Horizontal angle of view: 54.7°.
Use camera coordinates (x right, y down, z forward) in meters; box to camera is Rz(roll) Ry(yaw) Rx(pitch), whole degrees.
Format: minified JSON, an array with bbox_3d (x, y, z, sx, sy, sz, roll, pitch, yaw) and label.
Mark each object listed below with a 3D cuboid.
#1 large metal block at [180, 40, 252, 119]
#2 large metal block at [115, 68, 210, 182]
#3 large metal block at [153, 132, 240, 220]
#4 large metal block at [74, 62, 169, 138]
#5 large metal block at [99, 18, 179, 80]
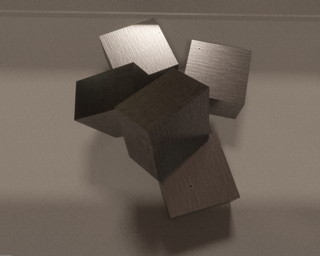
[{"bbox_3d":[0.073,-0.065,0.421,0.080,0.050,0.080,12,70,4],"label":"large metal block"},{"bbox_3d":[0.007,-0.004,0.331,0.080,0.080,0.050,-38,53,-24],"label":"large metal block"},{"bbox_3d":[0.039,0.059,0.375,0.081,0.050,0.080,-15,71,-6],"label":"large metal block"},{"bbox_3d":[-0.044,-0.029,0.375,0.080,0.080,0.050,-13,68,25],"label":"large metal block"},{"bbox_3d":[-0.029,-0.094,0.431,0.080,0.050,0.080,-22,72,-8],"label":"large metal block"}]
